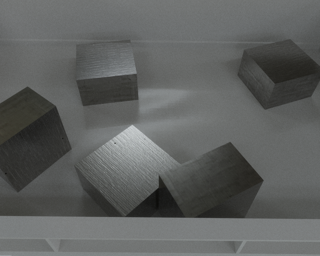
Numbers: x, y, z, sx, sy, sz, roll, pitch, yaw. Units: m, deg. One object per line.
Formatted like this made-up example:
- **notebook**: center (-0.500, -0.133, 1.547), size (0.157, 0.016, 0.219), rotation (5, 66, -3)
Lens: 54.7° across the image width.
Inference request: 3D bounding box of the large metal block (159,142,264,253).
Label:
- **large metal block**: center (0.046, 0.070, 0.311), size (0.081, 0.080, 0.050), rotation (-22, 54, -18)

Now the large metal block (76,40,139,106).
- **large metal block**: center (-0.078, -0.083, 0.457), size (0.081, 0.050, 0.080), rotation (-7, 51, -7)

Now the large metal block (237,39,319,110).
- **large metal block**: center (0.175, -0.081, 0.459), size (0.081, 0.050, 0.080), rotation (-16, 52, -13)

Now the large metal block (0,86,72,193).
- **large metal block**: center (-0.158, 0.013, 0.356), size (0.050, 0.080, 0.080), rotation (32, 57, 23)

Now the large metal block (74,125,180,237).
- **large metal block**: center (-0.033, 0.055, 0.342), size (0.080, 0.050, 0.080), rotation (-37, 59, -27)
